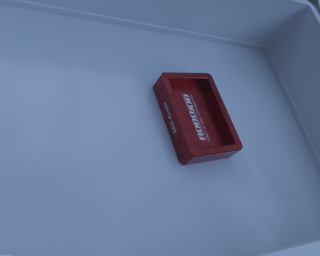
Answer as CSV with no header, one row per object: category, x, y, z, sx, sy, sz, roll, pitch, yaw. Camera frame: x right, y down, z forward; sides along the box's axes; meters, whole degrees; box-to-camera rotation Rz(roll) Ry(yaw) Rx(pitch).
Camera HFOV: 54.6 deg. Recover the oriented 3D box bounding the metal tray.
metal tray,0.052,-0.018,0.440,0.091,0.030,0.130,-5,64,-30
